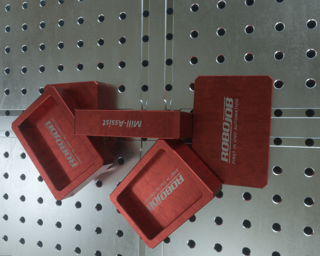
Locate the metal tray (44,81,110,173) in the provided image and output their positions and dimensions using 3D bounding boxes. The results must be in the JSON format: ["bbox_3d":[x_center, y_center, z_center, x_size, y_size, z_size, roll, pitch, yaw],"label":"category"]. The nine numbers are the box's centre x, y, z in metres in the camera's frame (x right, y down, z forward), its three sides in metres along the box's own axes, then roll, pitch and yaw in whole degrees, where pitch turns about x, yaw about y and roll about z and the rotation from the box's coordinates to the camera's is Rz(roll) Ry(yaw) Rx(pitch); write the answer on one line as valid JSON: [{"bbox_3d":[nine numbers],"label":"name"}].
[{"bbox_3d":[-0.121,0.000,0.451,0.090,0.030,0.129,-1,90,20],"label":"metal tray"}]

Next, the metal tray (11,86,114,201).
[{"bbox_3d":[-0.134,0.020,0.422,0.090,0.030,0.130,-39,78,15],"label":"metal tray"}]

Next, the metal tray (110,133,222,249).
[{"bbox_3d":[0.002,0.081,0.388,0.090,0.030,0.129,48,121,13],"label":"metal tray"}]

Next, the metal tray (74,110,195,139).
[{"bbox_3d":[-0.027,-0.005,0.386,0.130,0.090,0.030,2,91,19],"label":"metal tray"}]

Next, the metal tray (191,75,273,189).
[{"bbox_3d":[0.087,0.003,0.378,0.090,0.030,0.129,3,91,19],"label":"metal tray"}]
